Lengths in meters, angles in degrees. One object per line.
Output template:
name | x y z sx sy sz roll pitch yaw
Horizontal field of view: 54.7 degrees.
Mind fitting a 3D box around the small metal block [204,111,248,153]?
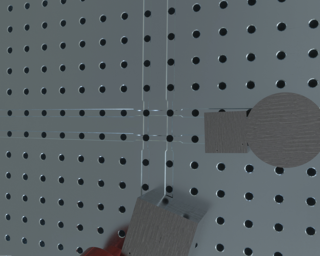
small metal block | 0.083 0.005 0.383 0.050 0.025 0.050 -2 90 20

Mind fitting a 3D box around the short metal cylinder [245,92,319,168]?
short metal cylinder | 0.140 0.002 0.350 0.080 0.050 0.080 0 90 20

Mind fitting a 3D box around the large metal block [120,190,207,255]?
large metal block | 0.005 0.136 0.397 0.080 0.050 0.080 19 96 19

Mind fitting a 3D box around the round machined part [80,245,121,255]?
round machined part | -0.064 0.198 0.412 0.098 0.042 0.097 17 123 29
